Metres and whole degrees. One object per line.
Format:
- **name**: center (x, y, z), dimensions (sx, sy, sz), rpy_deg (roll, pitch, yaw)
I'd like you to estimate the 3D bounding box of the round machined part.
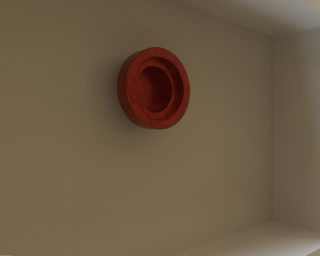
- **round machined part**: center (-0.012, -0.047, 0.384), dimensions (0.099, 0.042, 0.097), rpy_deg (0, 90, -40)
